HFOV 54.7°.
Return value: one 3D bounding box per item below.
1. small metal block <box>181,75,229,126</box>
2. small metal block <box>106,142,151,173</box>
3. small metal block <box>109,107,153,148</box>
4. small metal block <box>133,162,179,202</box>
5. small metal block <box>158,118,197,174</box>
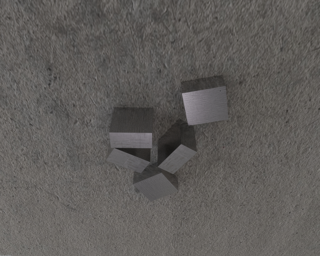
[{"bbox_3d":[0.055,-0.033,0.379,0.050,0.025,0.050,-9,130,7],"label":"small metal block"},{"bbox_3d":[-0.040,0.026,0.413,0.050,0.050,0.025,24,126,-19],"label":"small metal block"},{"bbox_3d":[-0.035,-0.001,0.389,0.050,0.050,0.025,1,130,-1],"label":"small metal block"},{"bbox_3d":[-0.006,0.082,0.477,0.050,0.025,0.050,-25,126,19],"label":"small metal block"},{"bbox_3d":[0.022,0.024,0.411,0.025,0.050,0.050,28,125,-22],"label":"small metal block"}]
